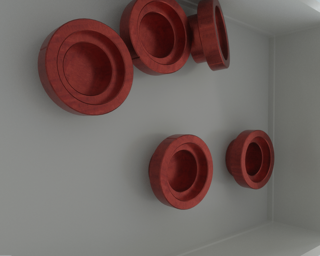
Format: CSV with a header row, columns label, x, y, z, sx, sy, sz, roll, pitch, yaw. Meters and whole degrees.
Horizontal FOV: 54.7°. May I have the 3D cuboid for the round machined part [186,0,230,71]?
label,x,y,z,sx,sy,sz,roll,pitch,yaw
round machined part,0.067,-0.128,0.437,0.098,0.042,0.097,-8,90,-67

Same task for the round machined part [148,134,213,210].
label,x,y,z,sx,sy,sz,roll,pitch,yaw
round machined part,0.024,0.057,0.418,0.099,0.042,0.097,0,90,-40

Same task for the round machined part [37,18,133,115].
label,x,y,z,sx,sy,sz,roll,pitch,yaw
round machined part,-0.080,-0.062,0.329,0.099,0.042,0.097,0,90,-40

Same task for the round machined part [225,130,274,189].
label,x,y,z,sx,sy,sz,roll,pitch,yaw
round machined part,0.148,0.052,0.523,0.099,0.042,0.097,0,90,-40

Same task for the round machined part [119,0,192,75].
label,x,y,z,sx,sy,sz,roll,pitch,yaw
round machined part,-0.009,-0.114,0.389,0.099,0.042,0.097,0,91,-39
